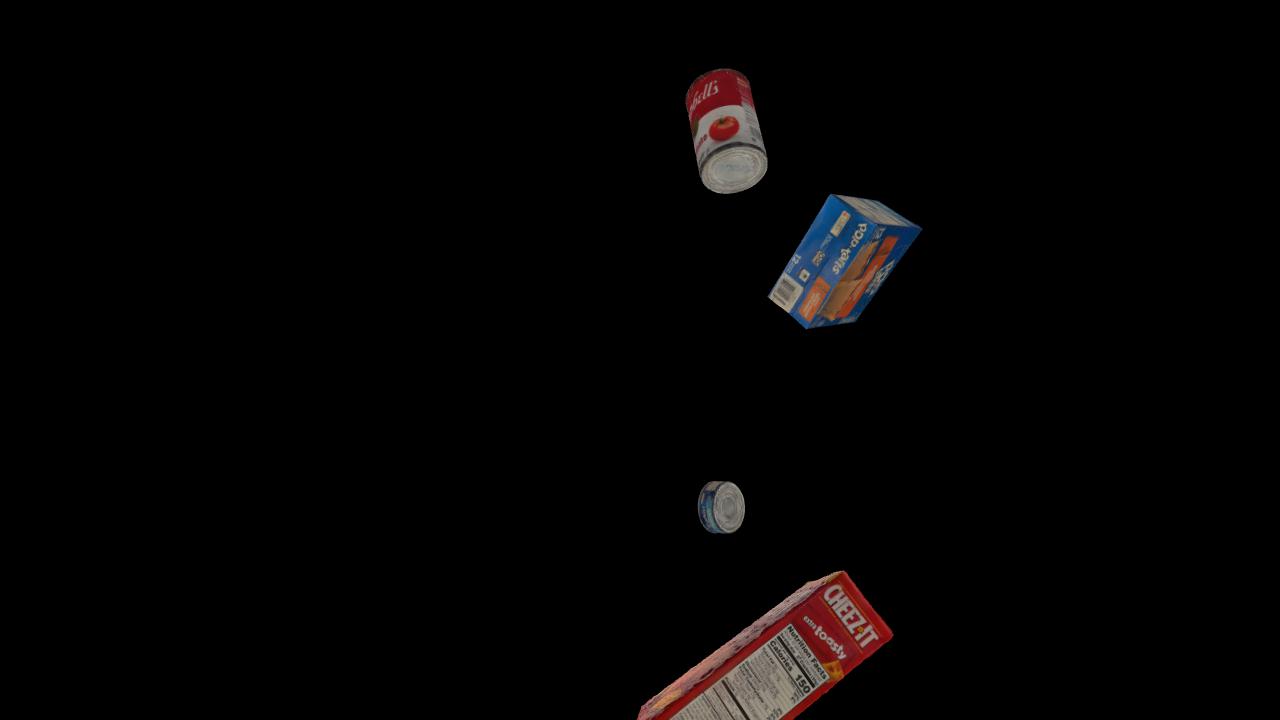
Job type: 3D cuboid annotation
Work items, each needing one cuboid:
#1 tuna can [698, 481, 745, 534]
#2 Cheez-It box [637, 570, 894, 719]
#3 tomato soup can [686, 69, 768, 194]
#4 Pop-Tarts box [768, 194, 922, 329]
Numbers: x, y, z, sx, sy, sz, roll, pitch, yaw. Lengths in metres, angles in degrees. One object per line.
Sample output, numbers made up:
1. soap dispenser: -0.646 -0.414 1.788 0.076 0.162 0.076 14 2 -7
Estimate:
1. tuna can: 0.134 0.240 1.002 0.084 0.084 0.034 0 -8 -43
2. Cheez-It box: 0.103 0.287 0.558 0.223 0.071 0.166 -33 -20 -10
3. tomato soup can: 0.085 -0.224 0.607 0.068 0.101 0.068 -6 -24 -3
4. Pop-Tarts box: 0.285 -0.135 0.861 0.141 0.167 0.083 -9 47 -44
